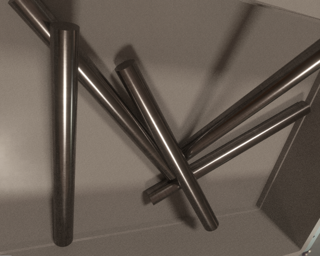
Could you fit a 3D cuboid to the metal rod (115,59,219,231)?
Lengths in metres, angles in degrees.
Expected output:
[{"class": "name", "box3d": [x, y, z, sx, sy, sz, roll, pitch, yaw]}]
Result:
[{"class": "metal rod", "box3d": [0.022, 0.043, 0.422, 0.025, 0.025, 0.299, -33, 121, -7]}]

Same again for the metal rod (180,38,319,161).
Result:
[{"class": "metal rod", "box3d": [0.118, -0.036, 0.366, 0.025, 0.025, 0.299, 17, 137, -36]}]

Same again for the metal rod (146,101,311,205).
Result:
[{"class": "metal rod", "box3d": [0.115, 0.035, 0.495, 0.302, 0.025, 0.025, -28, 128, -11]}]

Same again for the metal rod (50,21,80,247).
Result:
[{"class": "metal rod", "box3d": [-0.109, 0.033, 0.352, 0.025, 0.025, 0.298, -6, 127, -26]}]

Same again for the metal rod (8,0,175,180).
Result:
[{"class": "metal rod", "box3d": [-0.052, -0.025, 0.365, 0.025, 0.025, 0.300, -39, 130, -2]}]
